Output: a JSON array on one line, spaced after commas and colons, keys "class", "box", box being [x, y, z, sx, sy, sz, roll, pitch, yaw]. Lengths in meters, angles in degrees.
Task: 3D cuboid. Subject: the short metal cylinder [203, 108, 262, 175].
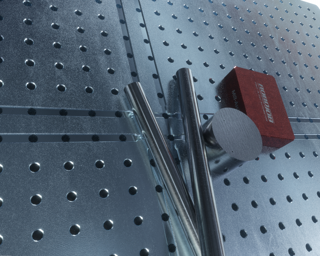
[{"class": "short metal cylinder", "box": [0.093, 0.019, 0.431, 0.081, 0.050, 0.080, 14, 56, -21]}]

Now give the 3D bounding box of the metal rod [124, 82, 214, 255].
[{"class": "metal rod", "box": [0.020, 0.074, 0.373, 0.025, 0.025, 0.299, -11, 68, -33]}]

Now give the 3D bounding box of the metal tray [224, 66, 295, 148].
[{"class": "metal tray", "box": [0.163, -0.035, 0.514, 0.091, 0.030, 0.130, 8, 58, -24]}]

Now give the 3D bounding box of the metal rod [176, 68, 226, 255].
[{"class": "metal rod", "box": [0.047, 0.036, 0.390, 0.025, 0.025, 0.300, 12, 50, -22]}]
